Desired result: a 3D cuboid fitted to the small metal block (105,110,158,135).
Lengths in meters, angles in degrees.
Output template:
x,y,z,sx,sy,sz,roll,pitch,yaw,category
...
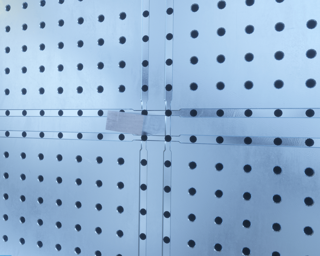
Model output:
x,y,z,sx,sy,sz,roll,pitch,yaw,category
-0.036,-0.007,0.411,0.050,0.050,0.025,8,93,19,small metal block
